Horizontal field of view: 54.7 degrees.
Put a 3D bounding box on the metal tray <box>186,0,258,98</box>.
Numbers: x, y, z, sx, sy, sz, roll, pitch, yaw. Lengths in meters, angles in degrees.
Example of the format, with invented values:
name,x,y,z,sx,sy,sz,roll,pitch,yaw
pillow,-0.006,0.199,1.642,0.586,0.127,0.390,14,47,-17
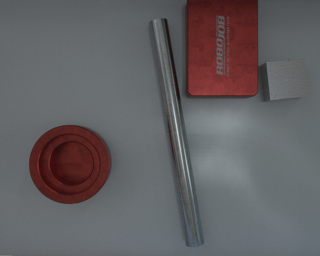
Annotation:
name,x,y,z,sx,sy,sz,roll,pitch,yaw
metal tray,0.080,-0.105,0.410,0.091,0.030,0.129,0,90,-1

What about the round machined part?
name,x,y,z,sx,sy,sz,roll,pitch,yaw
round machined part,-0.112,0.045,0.402,0.099,0.042,0.097,0,90,-1

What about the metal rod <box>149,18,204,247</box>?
name,x,y,z,sx,sy,sz,roll,pitch,yaw
metal rod,0.022,0.006,0.411,0.025,0.025,0.298,-9,90,0

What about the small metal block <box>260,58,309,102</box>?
name,x,y,z,sx,sy,sz,roll,pitch,yaw
small metal block,0.165,-0.063,0.414,0.050,0.025,0.050,-6,90,-1
